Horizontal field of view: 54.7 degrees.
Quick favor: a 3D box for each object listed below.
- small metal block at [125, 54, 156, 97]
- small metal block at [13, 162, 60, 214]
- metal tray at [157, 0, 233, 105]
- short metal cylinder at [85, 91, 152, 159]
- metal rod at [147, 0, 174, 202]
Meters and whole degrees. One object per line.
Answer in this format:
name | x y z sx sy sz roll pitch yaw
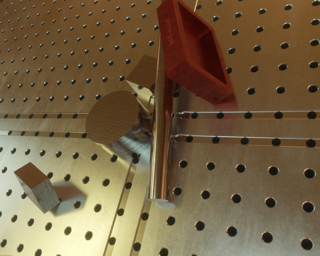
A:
small metal block | -0.014 -0.077 0.462 0.050 0.025 0.050 26 76 36
small metal block | -0.168 0.082 0.424 0.050 0.050 0.025 26 48 36
metal tray | 0.044 -0.102 0.402 0.030 0.090 0.130 -34 48 34
short metal cylinder | -0.053 -0.004 0.421 0.080 0.050 0.080 -13 56 20
metal rod | 0.006 -0.055 0.413 0.025 0.025 0.299 -7 66 24
